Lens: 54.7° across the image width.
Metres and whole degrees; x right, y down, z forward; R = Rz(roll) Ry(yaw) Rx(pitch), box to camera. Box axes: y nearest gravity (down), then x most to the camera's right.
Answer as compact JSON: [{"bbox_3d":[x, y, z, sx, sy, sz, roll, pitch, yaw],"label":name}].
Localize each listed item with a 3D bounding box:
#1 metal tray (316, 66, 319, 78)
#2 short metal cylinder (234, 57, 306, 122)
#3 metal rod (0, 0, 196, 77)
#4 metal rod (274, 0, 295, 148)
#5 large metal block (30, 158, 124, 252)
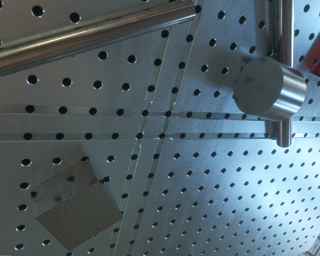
[{"bbox_3d":[0.333,-0.109,0.526,0.131,0.030,0.089,12,112,-34],"label":"metal tray"},{"bbox_3d":[0.150,-0.052,0.428,0.050,0.080,0.079,11,113,-34],"label":"short metal cylinder"},{"bbox_3d":[-0.102,-0.080,0.306,0.302,0.025,0.025,-22,127,-16],"label":"metal rod"},{"bbox_3d":[0.185,-0.087,0.461,0.025,0.025,0.298,-27,128,-12],"label":"metal rod"},{"bbox_3d":[-0.105,0.099,0.400,0.080,0.050,0.080,-30,129,-10],"label":"large metal block"}]
